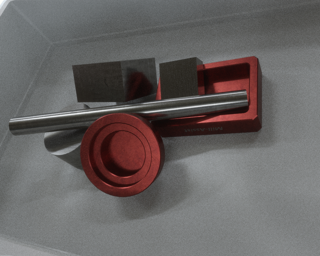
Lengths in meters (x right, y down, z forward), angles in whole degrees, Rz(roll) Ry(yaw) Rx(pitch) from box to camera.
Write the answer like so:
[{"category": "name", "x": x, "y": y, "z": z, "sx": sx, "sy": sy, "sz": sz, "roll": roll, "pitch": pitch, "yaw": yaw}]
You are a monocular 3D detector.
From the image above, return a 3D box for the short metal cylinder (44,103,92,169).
[{"category": "short metal cylinder", "x": -0.114, "y": 0.012, "z": 0.437, "sx": 0.080, "sy": 0.050, "sz": 0.080, "roll": -13, "pitch": 56, "yaw": 20}]

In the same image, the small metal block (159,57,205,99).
[{"category": "small metal block", "x": 0.028, "y": -0.060, "z": 0.397, "sx": 0.050, "sy": 0.025, "sz": 0.050, "roll": -5, "pitch": 86, "yaw": 26}]

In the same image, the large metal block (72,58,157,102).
[{"category": "large metal block", "x": -0.060, "y": -0.067, "z": 0.430, "sx": 0.080, "sy": 0.080, "sz": 0.050, "roll": 3, "pitch": 105, "yaw": 30}]

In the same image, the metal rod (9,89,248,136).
[{"category": "metal rod", "x": -0.047, "y": -0.017, "z": 0.384, "sx": 0.301, "sy": 0.025, "sz": 0.025, "roll": -6, "pitch": 59, "yaw": 12}]

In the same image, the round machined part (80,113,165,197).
[{"category": "round machined part", "x": -0.042, "y": 0.030, "z": 0.374, "sx": 0.098, "sy": 0.042, "sz": 0.097, "roll": 1, "pitch": 95, "yaw": 13}]

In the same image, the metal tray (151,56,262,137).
[{"category": "metal tray", "x": 0.059, "y": -0.037, "z": 0.391, "sx": 0.130, "sy": 0.030, "sz": 0.090, "roll": -4, "pitch": 60, "yaw": 25}]
